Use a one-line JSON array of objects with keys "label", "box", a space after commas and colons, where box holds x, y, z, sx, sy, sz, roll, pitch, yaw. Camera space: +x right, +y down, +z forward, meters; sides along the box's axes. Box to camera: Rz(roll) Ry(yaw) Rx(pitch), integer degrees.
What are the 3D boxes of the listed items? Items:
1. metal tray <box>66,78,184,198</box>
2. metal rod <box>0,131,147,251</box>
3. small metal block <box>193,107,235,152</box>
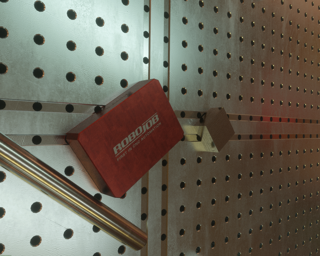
[{"label": "metal tray", "box": [-0.035, 0.009, 0.378, 0.131, 0.030, 0.090, -41, 115, -32]}, {"label": "metal rod", "box": [-0.116, 0.051, 0.312, 0.300, 0.025, 0.025, 45, 63, -31]}, {"label": "small metal block", "box": [0.086, 0.002, 0.484, 0.050, 0.025, 0.050, -43, 117, -32]}]
